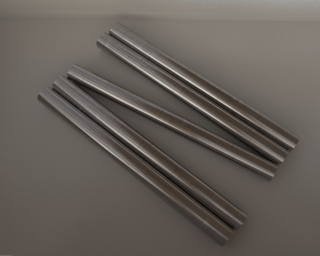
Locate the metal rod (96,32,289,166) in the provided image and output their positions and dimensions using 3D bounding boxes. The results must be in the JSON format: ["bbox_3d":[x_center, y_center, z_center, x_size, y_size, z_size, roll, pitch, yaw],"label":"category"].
[{"bbox_3d":[0.036,-0.045,0.425,0.300,0.025,0.025,35,74,12],"label":"metal rod"}]

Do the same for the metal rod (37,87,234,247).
[{"bbox_3d":[-0.039,0.041,0.393,0.300,0.025,0.025,36,74,12],"label":"metal rod"}]

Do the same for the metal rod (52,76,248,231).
[{"bbox_3d":[-0.021,0.025,0.399,0.300,0.025,0.025,36,74,12],"label":"metal rod"}]

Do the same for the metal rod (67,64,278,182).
[{"bbox_3d":[0.009,-0.011,0.412,0.301,0.025,0.025,27,72,9],"label":"metal rod"}]

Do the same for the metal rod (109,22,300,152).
[{"bbox_3d":[0.053,-0.062,0.431,0.300,0.025,0.025,35,74,12],"label":"metal rod"}]
